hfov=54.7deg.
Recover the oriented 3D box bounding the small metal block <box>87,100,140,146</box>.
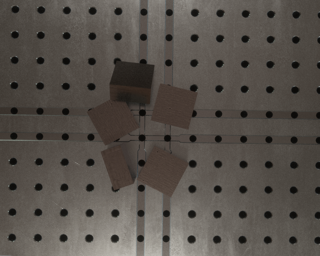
[{"bbox_3d":[-0.061,-0.011,0.413,0.050,0.025,0.050,-28,90,0],"label":"small metal block"}]

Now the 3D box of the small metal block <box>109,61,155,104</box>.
[{"bbox_3d":[-0.035,-0.059,0.399,0.050,0.025,0.050,6,46,-1],"label":"small metal block"}]

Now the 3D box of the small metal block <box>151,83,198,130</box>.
[{"bbox_3d":[0.019,-0.028,0.414,0.050,0.025,0.050,14,90,-1],"label":"small metal block"}]

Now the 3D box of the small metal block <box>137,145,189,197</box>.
[{"bbox_3d":[0.004,0.056,0.414,0.050,0.025,0.050,28,90,-1],"label":"small metal block"}]

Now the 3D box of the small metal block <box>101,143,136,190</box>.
[{"bbox_3d":[-0.052,0.048,0.400,0.025,0.050,0.050,-19,90,0],"label":"small metal block"}]
